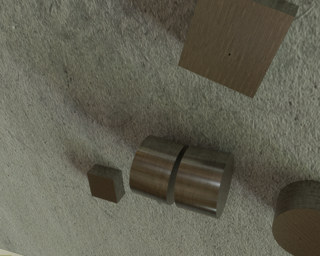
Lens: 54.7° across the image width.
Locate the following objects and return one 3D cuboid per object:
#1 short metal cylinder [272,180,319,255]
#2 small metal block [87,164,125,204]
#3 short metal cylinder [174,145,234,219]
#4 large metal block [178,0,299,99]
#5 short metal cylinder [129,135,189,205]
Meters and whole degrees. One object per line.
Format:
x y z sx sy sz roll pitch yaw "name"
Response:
0.178 0.109 0.364 0.080 0.050 0.079 13 124 21 "short metal cylinder"
-0.088 0.091 0.510 0.050 0.025 0.050 10 123 22 "small metal block"
0.056 0.065 0.382 0.050 0.080 0.079 11 123 22 "short metal cylinder"
0.073 -0.087 0.298 0.080 0.050 0.079 26 128 11 "large metal block"
0.002 0.054 0.404 0.050 0.080 0.079 15 125 20 "short metal cylinder"
